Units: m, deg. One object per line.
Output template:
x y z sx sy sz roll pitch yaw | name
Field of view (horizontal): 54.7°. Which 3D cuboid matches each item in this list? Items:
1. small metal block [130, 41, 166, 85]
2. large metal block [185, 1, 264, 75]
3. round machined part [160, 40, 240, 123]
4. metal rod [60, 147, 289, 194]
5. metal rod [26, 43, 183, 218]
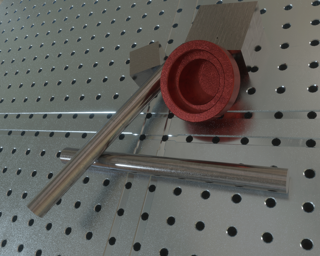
-0.019 -0.100 0.478 0.050 0.025 0.050 -16 55 18 | small metal block
0.087 -0.121 0.420 0.080 0.050 0.080 9 66 32 | large metal block
0.053 -0.056 0.385 0.098 0.042 0.097 3 96 33 | round machined part
-0.004 0.047 0.380 0.300 0.025 0.025 3 63 29 | metal rod
-0.055 -0.007 0.415 0.025 0.025 0.301 29 70 37 | metal rod
